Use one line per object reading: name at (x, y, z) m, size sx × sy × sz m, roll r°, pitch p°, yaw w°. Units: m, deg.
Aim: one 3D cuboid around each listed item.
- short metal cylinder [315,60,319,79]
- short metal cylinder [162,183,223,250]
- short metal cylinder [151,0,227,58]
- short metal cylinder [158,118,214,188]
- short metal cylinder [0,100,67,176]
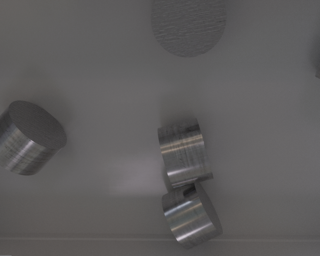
short metal cylinder at (0.229, -0.076, 0.356) m, size 0.081 × 0.080 × 0.050 m, roll 7°, pitch 110°, yaw -3°
short metal cylinder at (0.044, 0.118, 0.426) m, size 0.050 × 0.080 × 0.080 m, roll -29°, pitch 108°, yaw 10°
short metal cylinder at (0.031, -0.124, 0.352) m, size 0.081 × 0.050 × 0.079 m, roll 0°, pitch 110°, yaw 0°
short metal cylinder at (0.032, 0.032, 0.394) m, size 0.050 × 0.080 × 0.080 m, roll -16°, pitch 110°, yaw 5°
short metal cylinder at (-0.165, 0.012, 0.385) m, size 0.050 × 0.080 × 0.080 m, roll -43°, pitch 105°, yaw 14°
